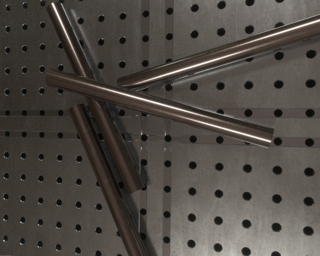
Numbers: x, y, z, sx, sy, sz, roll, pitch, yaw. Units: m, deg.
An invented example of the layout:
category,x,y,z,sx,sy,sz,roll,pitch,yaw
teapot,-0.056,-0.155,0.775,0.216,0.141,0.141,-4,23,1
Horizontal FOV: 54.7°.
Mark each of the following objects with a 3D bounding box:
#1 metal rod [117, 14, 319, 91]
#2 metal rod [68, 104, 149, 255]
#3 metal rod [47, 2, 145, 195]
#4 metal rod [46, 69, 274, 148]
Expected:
category,x,y,z,sx,sy,sz,roll,pitch,yaw
metal rod,0.085,-0.092,0.382,0.301,0.025,0.025,-14,86,19
metal rod,-0.060,0.105,0.432,0.025,0.025,0.299,-27,81,17
metal rod,-0.095,-0.048,0.444,0.025,0.025,0.299,-28,81,17
metal rod,-0.010,-0.029,0.399,0.301,0.025,0.025,16,96,12
